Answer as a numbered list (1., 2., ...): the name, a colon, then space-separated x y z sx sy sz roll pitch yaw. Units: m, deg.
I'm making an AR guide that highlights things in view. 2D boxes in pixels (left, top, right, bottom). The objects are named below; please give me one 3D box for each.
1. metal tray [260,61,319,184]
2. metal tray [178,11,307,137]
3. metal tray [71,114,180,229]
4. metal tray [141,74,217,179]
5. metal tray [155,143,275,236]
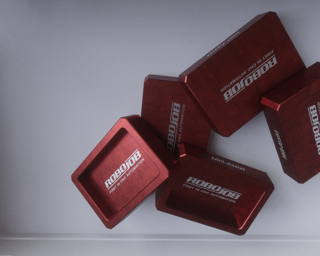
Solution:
1. metal tray: 0.185 -0.003 0.382 0.090 0.030 0.130 -33 120 -6
2. metal tray: 0.099 -0.063 0.369 0.130 0.030 0.090 -38 107 -3
3. metal tray: -0.048 0.057 0.394 0.090 0.030 0.129 50 118 12
4. metal tray: 0.019 0.000 0.409 0.091 0.030 0.129 6 110 -3
5. metal tray: 0.069 0.083 0.408 0.131 0.030 0.089 20 112 -10
